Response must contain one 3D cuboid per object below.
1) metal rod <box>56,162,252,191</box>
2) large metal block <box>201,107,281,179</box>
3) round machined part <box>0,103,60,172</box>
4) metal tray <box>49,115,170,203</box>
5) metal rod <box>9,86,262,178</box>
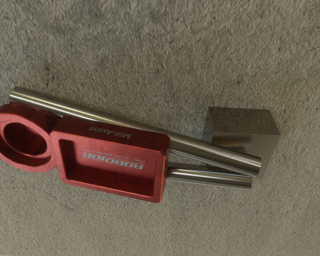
[{"bbox_3d":[-0.035,0.052,0.410,0.301,0.025,0.025,5,131,11],"label":"metal rod"},{"bbox_3d":[0.100,0.020,0.409,0.081,0.050,0.079,3,130,-3],"label":"large metal block"},{"bbox_3d":[-0.166,0.008,0.395,0.099,0.042,0.097,6,130,8],"label":"round machined part"},{"bbox_3d":[-0.057,0.039,0.370,0.131,0.030,0.089,10,131,7],"label":"metal tray"},{"bbox_3d":[-0.030,0.004,0.369,0.302,0.025,0.025,16,129,2],"label":"metal rod"}]
